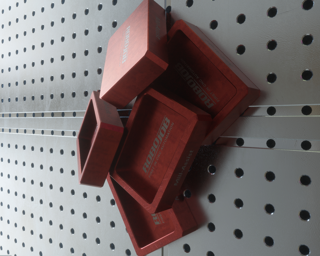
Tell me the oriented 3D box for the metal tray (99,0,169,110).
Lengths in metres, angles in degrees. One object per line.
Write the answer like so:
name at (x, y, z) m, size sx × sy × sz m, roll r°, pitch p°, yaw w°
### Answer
metal tray at (-0.032, -0.097, 0.391) m, size 0.090 × 0.030 × 0.130 m, roll -37°, pitch 37°, yaw 33°

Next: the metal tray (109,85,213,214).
metal tray at (-0.005, 0.023, 0.369) m, size 0.090 × 0.030 × 0.129 m, roll 35°, pitch 111°, yaw 34°

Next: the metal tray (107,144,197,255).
metal tray at (-0.017, 0.094, 0.418) m, size 0.090 × 0.030 × 0.130 m, roll -40°, pitch 66°, yaw 32°

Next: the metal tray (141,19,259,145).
metal tray at (0.041, -0.054, 0.370) m, size 0.090 × 0.030 × 0.130 m, roll -51°, pitch 61°, yaw 27°

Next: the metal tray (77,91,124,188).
metal tray at (-0.089, 0.011, 0.437) m, size 0.089 × 0.030 × 0.130 m, roll -67°, pitch 24°, yaw 18°
